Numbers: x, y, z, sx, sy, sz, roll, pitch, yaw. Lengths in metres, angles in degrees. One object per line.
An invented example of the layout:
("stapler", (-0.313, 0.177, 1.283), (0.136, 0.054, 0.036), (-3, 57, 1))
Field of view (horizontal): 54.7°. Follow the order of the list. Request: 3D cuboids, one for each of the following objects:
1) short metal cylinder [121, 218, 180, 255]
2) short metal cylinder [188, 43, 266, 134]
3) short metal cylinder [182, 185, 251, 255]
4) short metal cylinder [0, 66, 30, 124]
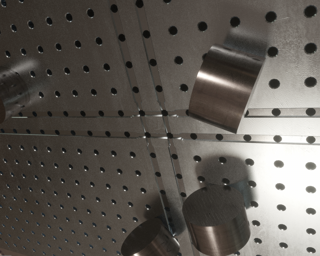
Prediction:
("short metal cylinder", (-0.016, 0.193, 0.502), (0.080, 0.080, 0.050), (-27, 104, 37))
("short metal cylinder", (0.068, -0.040, 0.315), (0.050, 0.080, 0.079), (21, 126, 15))
("short metal cylinder", (0.075, 0.120, 0.410), (0.080, 0.080, 0.050), (-3, 117, 29))
("short metal cylinder", (-0.259, -0.052, 0.496), (0.080, 0.050, 0.079), (13, 124, 20))
